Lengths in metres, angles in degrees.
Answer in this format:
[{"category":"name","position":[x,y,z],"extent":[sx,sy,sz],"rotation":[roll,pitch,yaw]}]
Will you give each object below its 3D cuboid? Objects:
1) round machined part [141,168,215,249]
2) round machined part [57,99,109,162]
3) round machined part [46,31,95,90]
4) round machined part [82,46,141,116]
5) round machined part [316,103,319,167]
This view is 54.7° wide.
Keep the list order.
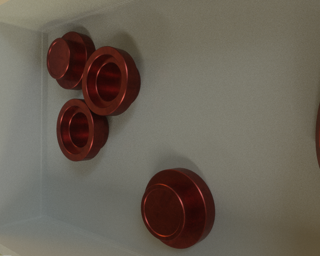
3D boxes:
[{"category":"round machined part","position":[0.015,0.100,0.384],"extent":[0.098,0.042,0.097],"rotation":[0,90,40]},{"category":"round machined part","position":[-0.120,0.003,0.494],"extent":[0.098,0.042,0.097],"rotation":[1,91,40]},{"category":"round machined part","position":[-0.155,-0.115,0.524],"extent":[0.098,0.042,0.097],"rotation":[0,90,40]},{"category":"round machined part","position":[-0.067,-0.066,0.451],"extent":[0.098,0.042,0.097],"rotation":[0,90,40]},{"category":"round machined part","position":[0.159,-0.001,0.238],"extent":[0.042,0.098,0.097],"rotation":[5,94,9]}]
